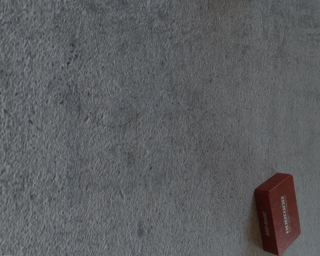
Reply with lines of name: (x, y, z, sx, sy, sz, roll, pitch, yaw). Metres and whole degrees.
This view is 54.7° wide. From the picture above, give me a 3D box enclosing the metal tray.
metal tray: (0.226, 0.162, 0.591, 0.091, 0.030, 0.129, -21, 103, -38)
